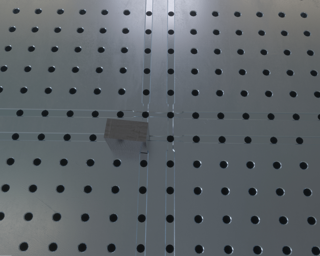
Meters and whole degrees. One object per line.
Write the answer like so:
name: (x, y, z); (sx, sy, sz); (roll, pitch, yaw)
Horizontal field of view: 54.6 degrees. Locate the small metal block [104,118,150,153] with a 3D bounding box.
small metal block: (-0.040, 0.011, 0.394); (0.050, 0.050, 0.025); (6, 70, 2)
